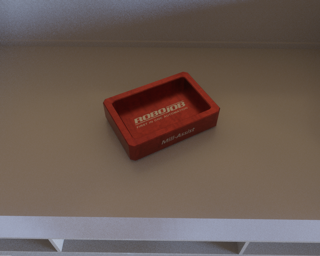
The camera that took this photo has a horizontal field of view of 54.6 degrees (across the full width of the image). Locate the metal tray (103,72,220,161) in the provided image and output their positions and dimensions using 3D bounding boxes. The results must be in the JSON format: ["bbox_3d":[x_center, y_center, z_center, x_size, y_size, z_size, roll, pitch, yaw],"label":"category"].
[{"bbox_3d":[0.002,-0.021,0.415,0.131,0.030,0.090,-22,54,-18],"label":"metal tray"}]
